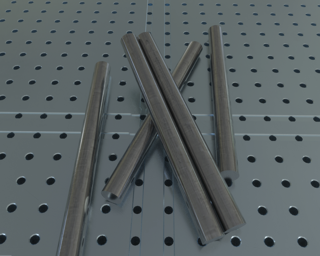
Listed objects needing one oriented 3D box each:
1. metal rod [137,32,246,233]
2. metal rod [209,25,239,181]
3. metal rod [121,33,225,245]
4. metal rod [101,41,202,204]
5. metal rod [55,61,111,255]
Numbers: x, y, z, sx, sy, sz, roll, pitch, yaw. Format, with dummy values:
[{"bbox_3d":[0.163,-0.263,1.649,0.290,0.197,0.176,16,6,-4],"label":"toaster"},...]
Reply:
[{"bbox_3d":[0.027,-0.016,0.395,0.025,0.025,0.299,-16,60,-13],"label":"metal rod"},{"bbox_3d":[0.089,-0.059,0.457,0.025,0.025,0.300,3,50,2],"label":"metal rod"},{"bbox_3d":[0.004,-0.008,0.385,0.025,0.025,0.299,-15,61,-13],"label":"metal rod"},{"bbox_3d":[0.003,-0.029,0.432,0.025,0.025,0.301,18,52,14],"label":"metal rod"},{"bbox_3d":[-0.089,0.020,0.389,0.025,0.025,0.300,0,50,0],"label":"metal rod"}]
